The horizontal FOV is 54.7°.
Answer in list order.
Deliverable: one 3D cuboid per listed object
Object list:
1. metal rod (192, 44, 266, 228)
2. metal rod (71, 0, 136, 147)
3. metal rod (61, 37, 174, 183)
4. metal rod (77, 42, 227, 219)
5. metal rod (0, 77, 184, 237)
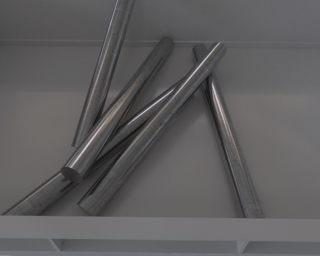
[{"bbox_3d":[0.082,-0.015,0.418,0.025,0.025,0.300,-5,50,-4],"label":"metal rod"},{"bbox_3d":[-0.062,-0.116,0.416,0.025,0.025,0.299,12,78,10],"label":"metal rod"},{"bbox_3d":[-0.040,-0.048,0.422,0.025,0.025,0.301,16,45,13],"label":"metal rod"},{"bbox_3d":[0.005,-0.015,0.398,0.025,0.025,0.301,28,61,21],"label":"metal rod"},{"bbox_3d":[-0.058,0.018,0.389,0.025,0.025,0.302,35,58,26],"label":"metal rod"}]
